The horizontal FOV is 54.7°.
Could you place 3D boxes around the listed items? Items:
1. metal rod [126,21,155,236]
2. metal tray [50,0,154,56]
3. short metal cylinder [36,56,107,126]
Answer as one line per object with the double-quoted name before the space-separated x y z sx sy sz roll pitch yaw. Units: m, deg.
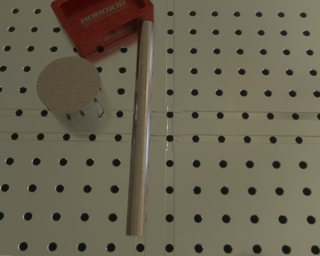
"metal rod" -0.024 -0.013 0.416 0.025 0.025 0.299 2 70 0
"metal tray" -0.086 -0.177 0.472 0.131 0.030 0.090 -30 73 -11
"short metal cylinder" -0.116 -0.048 0.415 0.081 0.050 0.080 0 70 0
